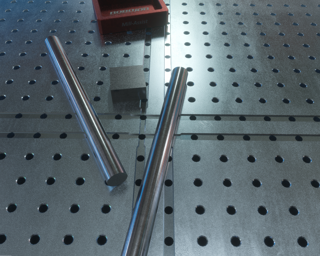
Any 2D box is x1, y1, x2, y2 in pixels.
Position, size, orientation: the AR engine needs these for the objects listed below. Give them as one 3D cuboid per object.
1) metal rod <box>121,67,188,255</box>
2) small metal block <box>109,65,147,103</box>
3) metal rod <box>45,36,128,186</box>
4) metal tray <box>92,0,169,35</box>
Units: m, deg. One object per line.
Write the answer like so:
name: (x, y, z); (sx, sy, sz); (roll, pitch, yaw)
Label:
metal rod: (0.001, 0.027, 0.384); (0.025, 0.025, 0.300); (9, 50, 7)
small metal block: (-0.048, -0.067, 0.463); (0.050, 0.025, 0.050); (-6, 50, -5)
metal rod: (-0.116, -0.043, 0.442); (0.025, 0.025, 0.300); (-21, 53, -17)
metal tray: (-0.058, -0.225, 0.592); (0.131, 0.030, 0.090); (-12, 51, -10)
